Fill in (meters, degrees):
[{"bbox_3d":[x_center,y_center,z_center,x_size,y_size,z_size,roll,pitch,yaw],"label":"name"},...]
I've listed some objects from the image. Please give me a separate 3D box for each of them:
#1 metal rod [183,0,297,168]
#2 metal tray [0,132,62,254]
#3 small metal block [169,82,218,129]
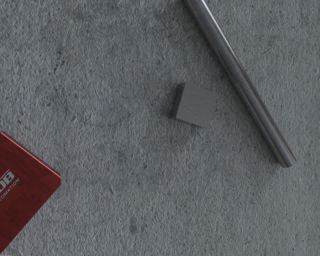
[{"bbox_3d":[0.120,-0.067,0.454,0.025,0.025,0.299,-37,102,-16],"label":"metal rod"},{"bbox_3d":[-0.186,0.079,0.338,0.090,0.030,0.130,43,76,-15],"label":"metal tray"},{"bbox_3d":[0.046,-0.030,0.427,0.050,0.025,0.050,18,84,-20],"label":"small metal block"}]
